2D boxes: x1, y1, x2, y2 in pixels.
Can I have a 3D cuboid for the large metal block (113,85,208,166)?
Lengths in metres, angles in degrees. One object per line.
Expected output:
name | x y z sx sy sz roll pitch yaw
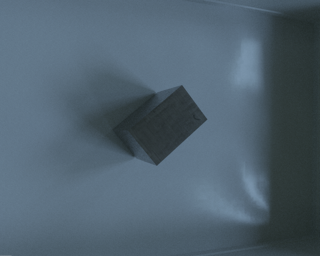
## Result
large metal block | -0.003 -0.004 0.378 0.080 0.080 0.050 -41 104 -15
